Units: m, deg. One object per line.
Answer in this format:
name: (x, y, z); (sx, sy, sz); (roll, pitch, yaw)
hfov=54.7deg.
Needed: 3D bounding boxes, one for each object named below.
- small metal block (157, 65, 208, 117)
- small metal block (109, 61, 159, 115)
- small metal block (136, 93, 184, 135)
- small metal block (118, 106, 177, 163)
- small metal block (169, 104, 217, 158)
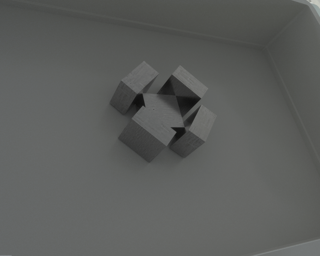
small metal block: (0.030, -0.051, 0.433); (0.050, 0.050, 0.025); (39, 50, -3)
small metal block: (-0.034, -0.051, 0.400); (0.025, 0.050, 0.050); (41, 52, 0)
small metal block: (0.000, -0.017, 0.413); (0.050, 0.025, 0.050); (1, 61, -28)
small metal block: (-0.016, 0.009, 0.373); (0.050, 0.050, 0.025); (39, 52, -2)
small metal block: (0.044, 0.005, 0.407); (0.025, 0.050, 0.050); (36, 50, -6)
